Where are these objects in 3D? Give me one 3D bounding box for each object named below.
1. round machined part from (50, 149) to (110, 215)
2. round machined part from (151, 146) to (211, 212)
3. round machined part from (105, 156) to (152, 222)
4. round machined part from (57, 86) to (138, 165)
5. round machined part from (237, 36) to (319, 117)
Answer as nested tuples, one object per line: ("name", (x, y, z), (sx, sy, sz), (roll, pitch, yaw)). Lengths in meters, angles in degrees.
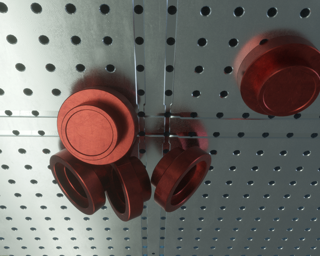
("round machined part", (-0.108, 0.070, 0.437), (0.098, 0.042, 0.097), (28, 136, 32))
("round machined part", (0.025, 0.066, 0.434), (0.042, 0.099, 0.097), (35, 136, 27))
("round machined part", (-0.047, 0.078, 0.439), (0.042, 0.098, 0.097), (-16, 136, -28))
("round machined part", (-0.079, 0.001, 0.376), (0.099, 0.042, 0.097), (2, 106, 7))
("round machined part", (0.143, -0.052, 0.359), (0.099, 0.042, 0.097), (-1, 130, 0))
